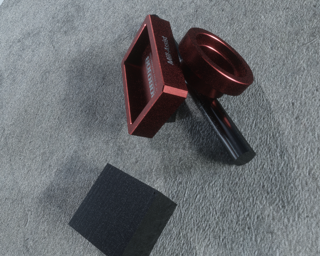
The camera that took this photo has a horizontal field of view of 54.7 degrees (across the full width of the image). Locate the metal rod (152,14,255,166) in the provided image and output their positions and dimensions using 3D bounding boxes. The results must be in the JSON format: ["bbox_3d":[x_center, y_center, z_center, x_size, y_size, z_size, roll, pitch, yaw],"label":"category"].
[{"bbox_3d":[0.040,-0.073,0.427,0.025,0.025,0.300,-32,52,7],"label":"metal rod"}]

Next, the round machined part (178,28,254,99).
[{"bbox_3d":[0.063,-0.074,0.380,0.042,0.099,0.098,-50,43,35],"label":"round machined part"}]

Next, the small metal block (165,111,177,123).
[{"bbox_3d":[-0.003,-0.034,0.427,0.050,0.025,0.050,-3,60,26],"label":"small metal block"}]

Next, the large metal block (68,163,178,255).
[{"bbox_3d":[-0.041,0.097,0.350,0.080,0.050,0.080,22,73,36],"label":"large metal block"}]

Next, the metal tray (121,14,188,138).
[{"bbox_3d":[-0.013,-0.064,0.383,0.089,0.030,0.130,-50,39,43],"label":"metal tray"}]
